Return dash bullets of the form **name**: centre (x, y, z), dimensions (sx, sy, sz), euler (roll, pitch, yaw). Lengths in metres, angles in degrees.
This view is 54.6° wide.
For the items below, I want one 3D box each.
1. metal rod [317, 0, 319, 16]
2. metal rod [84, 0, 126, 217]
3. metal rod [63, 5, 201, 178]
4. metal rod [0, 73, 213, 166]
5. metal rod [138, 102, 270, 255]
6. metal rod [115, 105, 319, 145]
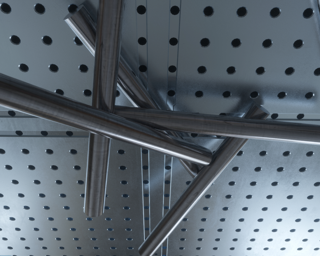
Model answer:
- **metal rod**: centre (0.208, -0.071, 0.352), dimensions (0.025, 0.025, 0.300), euler (-22, 127, 18)
- **metal rod**: centre (-0.060, -0.032, 0.329), dimensions (0.025, 0.025, 0.298), euler (7, 113, -6)
- **metal rod**: centre (-0.010, -0.019, 0.395), dimensions (0.025, 0.025, 0.300), euler (-25, 126, 19)
- **metal rod**: centre (-0.044, 0.000, 0.323), dimensions (0.302, 0.025, 0.025), euler (21, 130, -42)
- **metal rod**: centre (0.052, 0.089, 0.450), dimensions (0.025, 0.025, 0.298), euler (25, 114, -20)
- **metal rod**: centre (0.071, -0.003, 0.373), dimensions (0.302, 0.025, 0.025), euler (5, 130, -4)
